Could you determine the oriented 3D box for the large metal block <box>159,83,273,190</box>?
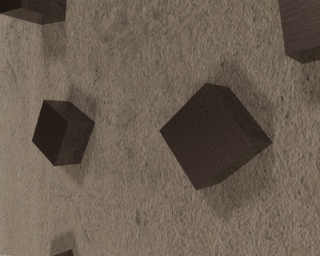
[{"bbox_3d":[0.058,0.009,0.339,0.080,0.050,0.080,-46,63,30],"label":"large metal block"}]

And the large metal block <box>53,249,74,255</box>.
[{"bbox_3d":[-0.186,0.267,0.539,0.080,0.050,0.080,-32,71,35],"label":"large metal block"}]

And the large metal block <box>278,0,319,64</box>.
[{"bbox_3d":[0.151,-0.107,0.264,0.080,0.050,0.080,-9,84,39],"label":"large metal block"}]

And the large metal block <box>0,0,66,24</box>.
[{"bbox_3d":[-0.226,-0.223,0.552,0.080,0.081,0.050,9,96,39],"label":"large metal block"}]

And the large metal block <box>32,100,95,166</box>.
[{"bbox_3d":[-0.164,0.007,0.521,0.080,0.050,0.079,35,112,34],"label":"large metal block"}]
